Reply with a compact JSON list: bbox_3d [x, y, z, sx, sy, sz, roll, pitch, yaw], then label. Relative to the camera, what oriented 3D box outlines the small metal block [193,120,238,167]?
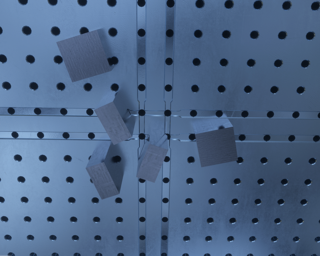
[{"bbox_3d":[0.075,0.022,0.423,0.050,0.025,0.050,-11,110,3],"label":"small metal block"}]

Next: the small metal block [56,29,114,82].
[{"bbox_3d":[-0.090,-0.089,0.379,0.050,0.025,0.050,-16,110,5],"label":"small metal block"}]

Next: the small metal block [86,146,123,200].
[{"bbox_3d":[-0.074,0.060,0.421,0.025,0.050,0.050,-19,109,7],"label":"small metal block"}]

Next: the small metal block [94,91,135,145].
[{"bbox_3d":[-0.056,-0.014,0.394,0.025,0.050,0.050,-24,109,8],"label":"small metal block"}]

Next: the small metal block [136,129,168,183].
[{"bbox_3d":[-0.010,0.036,0.413,0.025,0.050,0.050,19,109,-7],"label":"small metal block"}]
